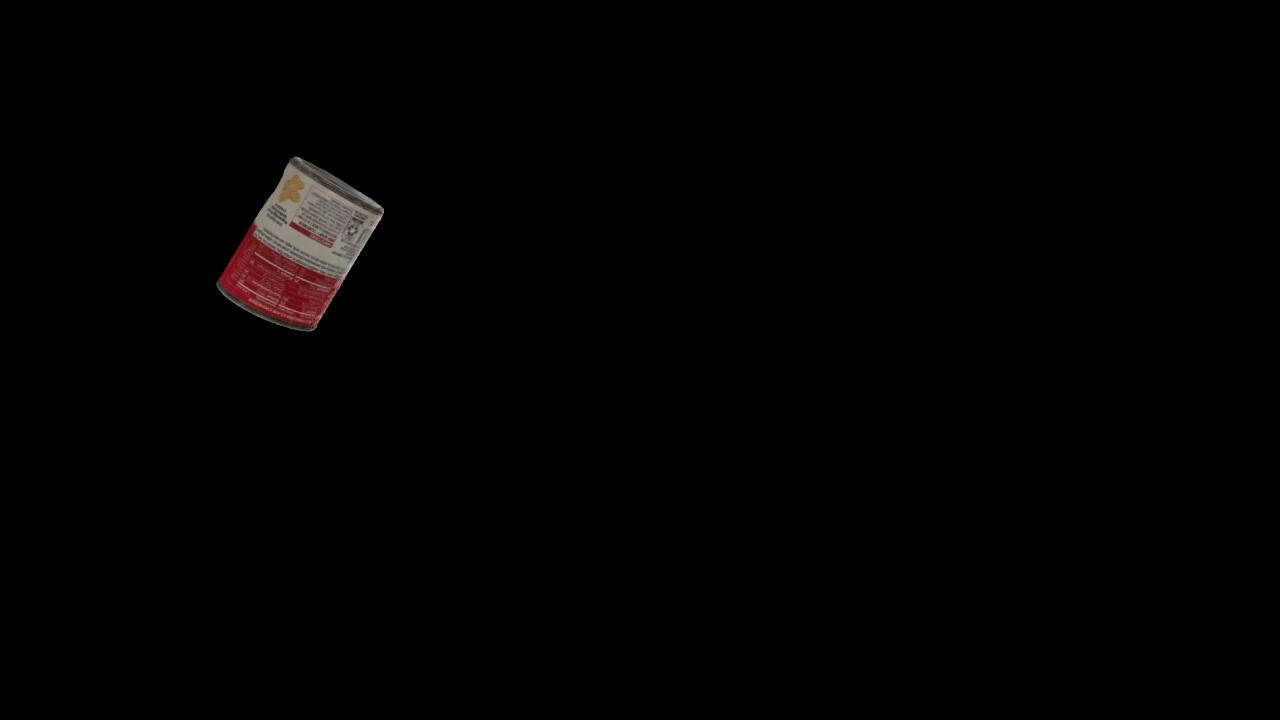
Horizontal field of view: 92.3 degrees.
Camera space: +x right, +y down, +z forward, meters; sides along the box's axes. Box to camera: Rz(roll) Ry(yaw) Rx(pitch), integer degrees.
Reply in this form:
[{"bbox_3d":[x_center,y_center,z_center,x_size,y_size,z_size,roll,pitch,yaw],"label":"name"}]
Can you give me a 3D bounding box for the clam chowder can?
[{"bbox_3d":[-0.235,-0.080,0.432,0.068,0.102,0.068,33,4,-3],"label":"clam chowder can"}]
